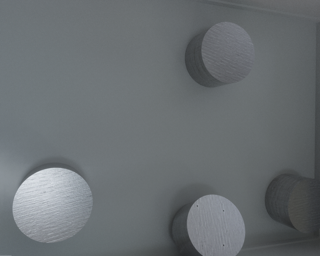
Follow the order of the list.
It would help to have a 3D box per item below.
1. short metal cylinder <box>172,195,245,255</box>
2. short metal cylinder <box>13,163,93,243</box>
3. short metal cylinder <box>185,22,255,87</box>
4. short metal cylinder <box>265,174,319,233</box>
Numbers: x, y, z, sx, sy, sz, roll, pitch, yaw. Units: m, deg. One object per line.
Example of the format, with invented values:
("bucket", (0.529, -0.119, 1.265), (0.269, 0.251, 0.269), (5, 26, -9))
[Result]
("short metal cylinder", (0.062, 0.132, 0.405), (0.081, 0.050, 0.080), (9, 63, -17))
("short metal cylinder", (-0.121, 0.082, 0.353), (0.081, 0.050, 0.080), (0, 90, -20))
("short metal cylinder", (0.081, -0.098, 0.427), (0.081, 0.050, 0.080), (0, 90, -20))
("short metal cylinder", (0.211, 0.113, 0.475), (0.081, 0.050, 0.080), (0, 90, -20))
